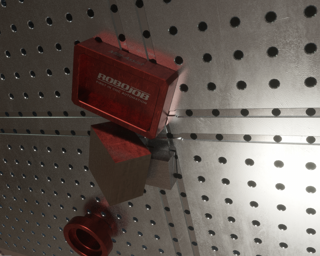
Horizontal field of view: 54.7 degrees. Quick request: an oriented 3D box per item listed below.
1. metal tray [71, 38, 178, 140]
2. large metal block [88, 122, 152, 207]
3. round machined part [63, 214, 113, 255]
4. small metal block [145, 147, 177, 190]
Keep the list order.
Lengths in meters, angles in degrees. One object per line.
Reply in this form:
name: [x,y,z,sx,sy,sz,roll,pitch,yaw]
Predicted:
metal tray: [-0.050,-0.050,0.401,0.130,0.030,0.089,24,127,12]
large metal block: [-0.059,0.046,0.429,0.080,0.050,0.079,48,139,40]
round machined part: [-0.132,0.206,0.594,0.098,0.042,0.097,13,124,20]
small metal block: [-0.005,0.058,0.448,0.050,0.025,0.050,8,122,23]
